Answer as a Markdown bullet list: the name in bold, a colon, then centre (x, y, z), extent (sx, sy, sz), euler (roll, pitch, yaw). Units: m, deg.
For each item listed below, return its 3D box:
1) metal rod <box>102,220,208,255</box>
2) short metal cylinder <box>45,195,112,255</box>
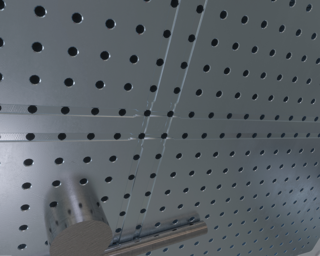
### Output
- **metal rod**: centre (-0.056, 0.199, 0.503), extent (0.303, 0.025, 0.025), euler (-7, 122, -25)
- **short metal cylinder**: centre (-0.111, 0.138, 0.420), extent (0.081, 0.050, 0.079), euler (-14, 124, -21)
